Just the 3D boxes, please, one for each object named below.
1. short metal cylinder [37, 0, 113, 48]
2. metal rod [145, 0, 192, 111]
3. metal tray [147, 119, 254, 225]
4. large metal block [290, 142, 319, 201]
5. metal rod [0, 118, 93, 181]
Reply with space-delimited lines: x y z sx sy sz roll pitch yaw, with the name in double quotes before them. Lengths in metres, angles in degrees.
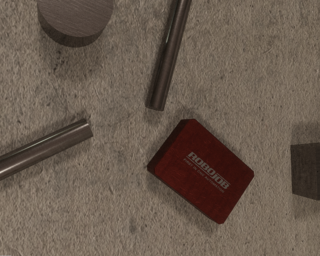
"short metal cylinder" -0.099 -0.139 0.359 0.081 0.050 0.079 0 90 -21
"metal rod" 0.030 -0.169 0.420 0.025 0.025 0.299 16 84 -20
"metal tray" 0.059 0.060 0.430 0.130 0.030 0.090 40 77 -16
"large metal block" 0.260 0.065 0.494 0.081 0.050 0.079 -3 91 -20
"metal rod" -0.215 0.064 0.329 0.302 0.025 0.025 -27 99 -18
